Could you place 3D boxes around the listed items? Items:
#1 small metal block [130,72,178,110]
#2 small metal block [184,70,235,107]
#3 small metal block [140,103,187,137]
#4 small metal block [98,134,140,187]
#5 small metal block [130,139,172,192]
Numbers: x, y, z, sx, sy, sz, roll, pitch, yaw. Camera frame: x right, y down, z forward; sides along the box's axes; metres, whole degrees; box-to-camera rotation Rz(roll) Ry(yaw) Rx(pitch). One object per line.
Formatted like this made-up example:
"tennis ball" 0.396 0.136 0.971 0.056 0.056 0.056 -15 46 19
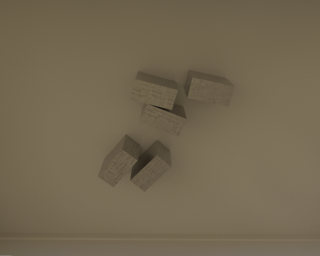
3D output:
"small metal block" -0.007 -0.047 0.381 0.050 0.050 0.025 14 110 -6
"small metal block" 0.059 -0.050 0.381 0.050 0.050 0.025 11 110 -5
"small metal block" 0.004 -0.017 0.392 0.050 0.050 0.025 21 109 -8
"small metal block" -0.053 0.043 0.413 0.025 0.050 0.050 38 105 -13
"small metal block" -0.012 0.050 0.416 0.025 0.050 0.050 42 105 -14
